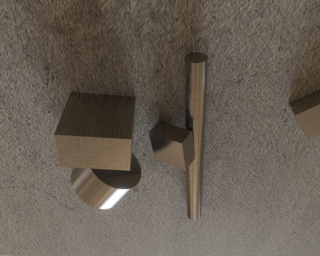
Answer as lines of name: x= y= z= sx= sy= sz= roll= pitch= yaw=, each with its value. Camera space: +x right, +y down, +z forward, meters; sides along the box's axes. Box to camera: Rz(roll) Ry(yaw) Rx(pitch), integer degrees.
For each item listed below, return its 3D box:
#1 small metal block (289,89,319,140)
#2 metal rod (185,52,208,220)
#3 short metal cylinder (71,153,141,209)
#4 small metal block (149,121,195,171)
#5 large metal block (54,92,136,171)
small metal block: x=0.201 y=-0.019 z=0.395 sx=0.050 sy=0.025 sz=0.050 roll=-27 pitch=125 yaw=21
metal rod: x=0.049 y=0.035 z=0.438 sx=0.025 sy=0.025 sz=0.298 roll=-3 pitch=130 yaw=2
short metal cylinder: x=-0.073 y=0.062 z=0.423 sx=0.080 sy=0.080 sz=0.050 roll=27 pitch=125 yaw=-22
small metal block: x=0.017 y=0.023 z=0.412 sx=0.050 sy=0.025 sz=0.050 roll=18 pitch=138 yaw=30
large metal block: x=-0.073 y=0.003 z=0.372 sx=0.081 sy=0.080 sz=0.050 roll=4 pitch=130 yaw=-4
